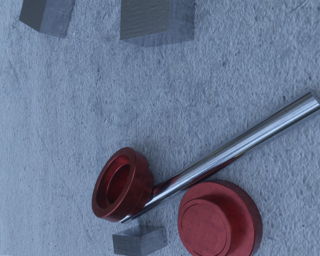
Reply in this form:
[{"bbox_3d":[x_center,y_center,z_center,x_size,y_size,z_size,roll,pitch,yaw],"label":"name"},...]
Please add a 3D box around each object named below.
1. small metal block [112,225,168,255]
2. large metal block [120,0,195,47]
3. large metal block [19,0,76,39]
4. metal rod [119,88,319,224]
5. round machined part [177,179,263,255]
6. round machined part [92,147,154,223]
[{"bbox_3d":[-0.026,0.149,0.411,0.050,0.050,0.025,-11,83,39],"label":"small metal block"},{"bbox_3d":[-0.003,-0.151,0.391,0.080,0.050,0.079,3,92,40],"label":"large metal block"},{"bbox_3d":[-0.202,-0.216,0.556,0.080,0.050,0.079,34,111,35],"label":"large metal block"},{"bbox_3d":[0.046,0.050,0.366,0.299,0.025,0.025,-38,67,33],"label":"metal rod"},{"bbox_3d":[0.059,0.109,0.346,0.098,0.042,0.097,0,90,40],"label":"round machined part"},{"bbox_3d":[-0.046,0.078,0.413,0.098,0.042,0.098,-38,35,33],"label":"round machined part"}]
